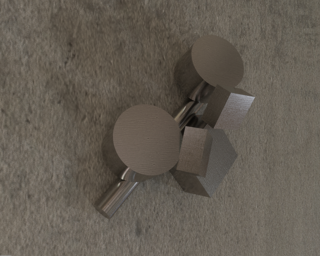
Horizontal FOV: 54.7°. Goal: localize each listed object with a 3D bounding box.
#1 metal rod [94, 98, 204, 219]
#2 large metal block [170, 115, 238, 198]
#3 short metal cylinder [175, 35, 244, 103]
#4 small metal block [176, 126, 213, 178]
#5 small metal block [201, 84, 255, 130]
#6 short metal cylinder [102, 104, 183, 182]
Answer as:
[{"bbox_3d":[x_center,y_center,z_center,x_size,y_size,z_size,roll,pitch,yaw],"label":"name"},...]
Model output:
[{"bbox_3d":[0.021,-0.003,0.425,0.301,0.025,0.025,-49,119,-29],"label":"metal rod"},{"bbox_3d":[0.055,0.037,0.436,0.080,0.050,0.080,-49,119,-29],"label":"large metal block"},{"bbox_3d":[0.068,-0.081,0.430,0.081,0.050,0.080,8,69,-21],"label":"short metal cylinder"},{"bbox_3d":[0.042,0.029,0.363,0.050,0.025,0.050,40,62,-69],"label":"small metal block"},{"bbox_3d":[0.088,-0.026,0.401,0.050,0.025,0.050,3,119,-40],"label":"small metal block"},{"bbox_3d":[-0.021,0.019,0.356,0.081,0.050,0.080,8,69,-21],"label":"short metal cylinder"}]
